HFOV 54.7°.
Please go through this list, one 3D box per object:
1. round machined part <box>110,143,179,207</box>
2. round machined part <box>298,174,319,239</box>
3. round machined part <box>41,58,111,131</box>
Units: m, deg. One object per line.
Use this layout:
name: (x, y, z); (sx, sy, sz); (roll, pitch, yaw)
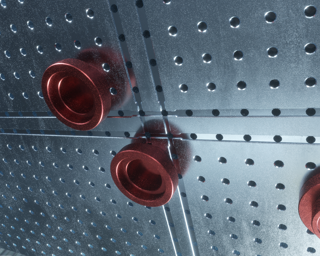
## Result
round machined part: (-0.019, 0.063, 0.447); (0.098, 0.042, 0.097); (13, 124, 20)
round machined part: (0.210, 0.099, 0.351); (0.098, 0.042, 0.097); (13, 124, 20)
round machined part: (-0.109, -0.049, 0.426); (0.098, 0.042, 0.097); (13, 124, 20)
